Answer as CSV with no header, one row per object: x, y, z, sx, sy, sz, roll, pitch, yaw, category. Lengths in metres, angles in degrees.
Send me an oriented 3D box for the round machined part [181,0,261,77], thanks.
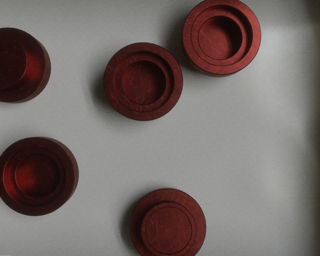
0.076,-0.114,0.404,0.099,0.042,0.097,0,90,-1,round machined part

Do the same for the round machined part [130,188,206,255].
0.010,0.127,0.396,0.099,0.042,0.097,0,82,-1,round machined part

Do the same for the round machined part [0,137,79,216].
-0.154,0.060,0.401,0.099,0.042,0.097,0,90,-1,round machined part

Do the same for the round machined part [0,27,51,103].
-0.197,-0.082,0.400,0.099,0.042,0.097,0,90,-1,round machined part

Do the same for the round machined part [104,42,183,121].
-0.021,-0.058,0.403,0.099,0.042,0.097,0,90,-1,round machined part
